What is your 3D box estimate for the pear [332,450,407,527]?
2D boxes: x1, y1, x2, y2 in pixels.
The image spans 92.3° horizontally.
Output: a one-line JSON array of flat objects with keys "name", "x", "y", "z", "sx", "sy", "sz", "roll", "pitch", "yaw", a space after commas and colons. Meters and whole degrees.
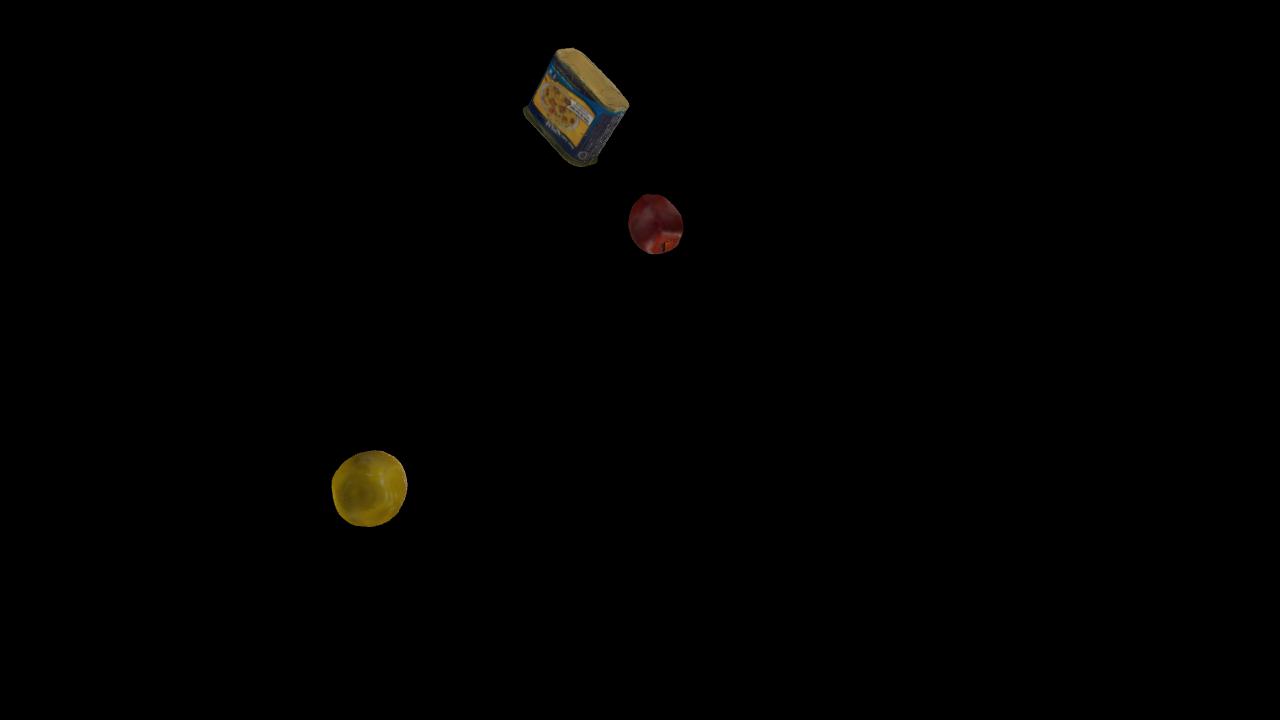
[{"name": "pear", "x": -0.292, "y": 0.136, "z": 0.682, "sx": 0.080, "sy": 0.080, "sz": 0.111, "roll": 0, "pitch": 4, "yaw": -9}]

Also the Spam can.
[{"name": "Spam can", "x": -0.074, "y": -0.292, "z": 0.711, "sx": 0.085, "sy": 0.101, "sz": 0.058, "roll": -46, "pitch": -4, "yaw": 41}]

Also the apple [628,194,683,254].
[{"name": "apple", "x": 0.022, "y": -0.200, "z": 0.912, "sx": 0.079, "sy": 0.093, "sz": 0.079, "roll": -18, "pitch": -20, "yaw": -6}]
